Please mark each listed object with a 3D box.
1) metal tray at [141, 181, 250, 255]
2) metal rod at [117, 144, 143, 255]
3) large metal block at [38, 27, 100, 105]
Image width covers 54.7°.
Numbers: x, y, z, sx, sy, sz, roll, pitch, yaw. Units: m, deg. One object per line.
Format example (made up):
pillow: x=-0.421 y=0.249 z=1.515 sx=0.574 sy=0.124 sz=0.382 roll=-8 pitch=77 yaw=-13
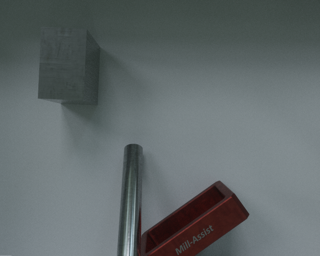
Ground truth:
metal tray: x=0.037 y=0.120 z=0.379 sx=0.130 sy=0.090 sz=0.030 roll=-35 pitch=91 yaw=0
metal rod: x=-0.033 y=0.143 z=0.318 sx=0.025 sy=0.025 sz=0.300 roll=-1 pitch=50 yaw=0
large metal block: x=-0.108 y=-0.071 z=0.382 sx=0.050 sy=0.080 sz=0.079 roll=3 pitch=90 yaw=0
